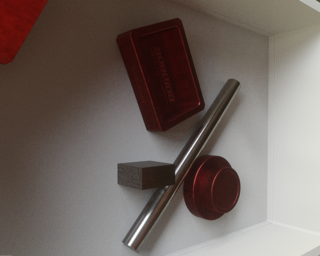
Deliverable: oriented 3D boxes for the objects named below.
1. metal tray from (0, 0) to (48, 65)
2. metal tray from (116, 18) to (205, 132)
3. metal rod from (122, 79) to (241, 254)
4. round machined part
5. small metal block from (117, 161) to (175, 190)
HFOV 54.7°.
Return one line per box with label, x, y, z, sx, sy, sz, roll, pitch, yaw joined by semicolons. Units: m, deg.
metal tray;-0.129;-0.120;0.234;0.130;0.030;0.090;-54;155;12
metal tray;0.006;-0.070;0.409;0.091;0.030;0.129;-29;108;-36
metal rod;0.043;0.037;0.444;0.025;0.025;0.301;51;60;-28
round machined part;0.085;0.091;0.470;0.099;0.042;0.097;0;90;-40
small metal block;-0.017;0.056;0.378;0.050;0.050;0.025;0;90;-40
